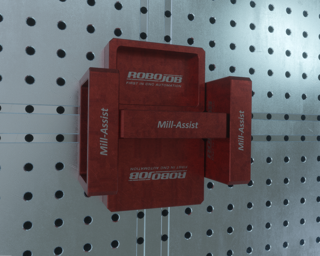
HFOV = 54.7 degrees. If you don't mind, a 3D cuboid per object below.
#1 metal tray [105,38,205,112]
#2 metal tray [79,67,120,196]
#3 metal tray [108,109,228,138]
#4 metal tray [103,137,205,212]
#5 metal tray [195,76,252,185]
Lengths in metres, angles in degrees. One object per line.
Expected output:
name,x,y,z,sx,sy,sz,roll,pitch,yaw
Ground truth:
metal tray,-0.005,-0.064,0.409,0.131,0.030,0.089,1,90,-21
metal tray,-0.072,0.004,0.352,0.030,0.090,0.129,1,90,-20
metal tray,0.004,-0.004,0.379,0.131,0.090,0.030,1,90,-20
metal tray,-0.006,0.057,0.407,0.131,0.030,0.089,1,90,-21
metal tray,0.081,0.003,0.409,0.030,0.090,0.129,1,90,-20
